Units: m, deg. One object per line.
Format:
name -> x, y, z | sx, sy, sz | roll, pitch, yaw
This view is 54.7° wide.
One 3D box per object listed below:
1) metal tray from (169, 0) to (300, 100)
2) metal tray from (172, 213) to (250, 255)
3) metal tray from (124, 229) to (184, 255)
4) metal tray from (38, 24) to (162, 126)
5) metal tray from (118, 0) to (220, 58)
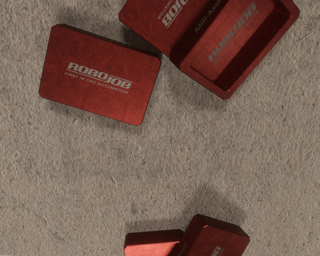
metal tray -> 0.084, -0.104, 0.350 | 0.090, 0.030, 0.129 | 26, 110, -38
metal tray -> 0.064, 0.198, 0.457 | 0.091, 0.030, 0.129 | 24, 98, -25
metal tray -> -0.003, 0.225, 0.490 | 0.091, 0.030, 0.129 | -5, 110, 1
metal tray -> -0.073, -0.064, 0.382 | 0.131, 0.030, 0.089 | 17, 109, -7
metal tray -> 0.026, -0.152, 0.352 | 0.090, 0.030, 0.129 | 35, 106, -12
